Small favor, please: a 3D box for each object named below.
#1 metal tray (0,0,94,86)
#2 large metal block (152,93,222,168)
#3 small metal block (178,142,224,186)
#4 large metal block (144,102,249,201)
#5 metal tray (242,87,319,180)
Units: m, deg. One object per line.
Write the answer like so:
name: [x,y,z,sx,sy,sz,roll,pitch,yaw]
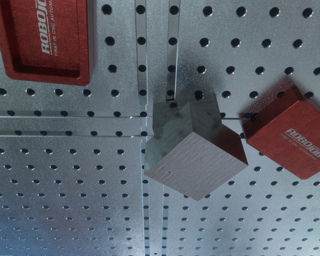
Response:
metal tray: [-0.116,-0.108,0.314,0.091,0.030,0.129,5,130,-5]
large metal block: [0.039,0.008,0.402,0.080,0.050,0.080,-9,130,7]
small metal block: [0.060,0.054,0.458,0.050,0.025,0.050,-21,127,16]
large metal block: [0.039,0.030,0.355,0.080,0.050,0.080,31,124,-24]
metal tray: [0.190,0.012,0.421,0.131,0.030,0.090,31,124,-24]
